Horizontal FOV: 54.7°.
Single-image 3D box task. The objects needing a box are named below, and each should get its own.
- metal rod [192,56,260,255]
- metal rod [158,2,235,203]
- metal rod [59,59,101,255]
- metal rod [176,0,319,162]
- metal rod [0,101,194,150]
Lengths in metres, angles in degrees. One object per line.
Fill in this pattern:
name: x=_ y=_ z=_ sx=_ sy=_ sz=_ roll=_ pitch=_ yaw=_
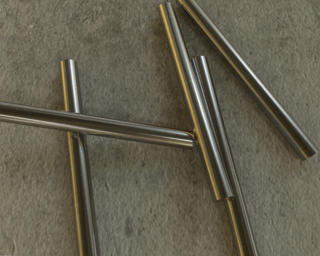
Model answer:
metal rod: x=0.081 y=0.042 z=0.393 sx=0.025 sy=0.025 sz=0.299 roll=-9 pitch=70 yaw=-4
metal rod: x=0.041 y=-0.051 z=0.414 sx=0.025 sy=0.025 sz=0.299 roll=-12 pitch=66 yaw=-5
metal rod: x=-0.101 y=0.048 z=0.389 sx=0.025 sy=0.025 sz=0.299 roll=-10 pitch=70 yaw=-4
metal rod: x=0.114 y=-0.083 z=0.439 sx=0.025 sy=0.025 sz=0.299 roll=-30 pitch=73 yaw=-11
metal rod: x=-0.107 y=-0.007 z=0.381 sx=0.302 sy=0.025 sz=0.025 roll=9 pitch=70 yaw=-8
